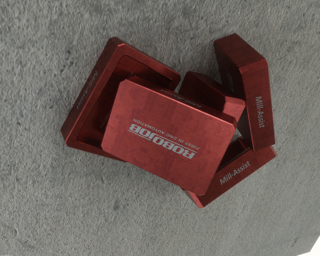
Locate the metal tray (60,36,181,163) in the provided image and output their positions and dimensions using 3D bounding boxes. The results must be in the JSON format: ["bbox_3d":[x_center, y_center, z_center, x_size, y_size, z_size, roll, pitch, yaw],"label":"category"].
[{"bbox_3d":[-0.046,-0.028,0.364,0.091,0.030,0.129,22,107,-37],"label":"metal tray"}]

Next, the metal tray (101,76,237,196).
[{"bbox_3d":[0.007,0.007,0.345,0.130,0.030,0.089,24,112,9],"label":"metal tray"}]

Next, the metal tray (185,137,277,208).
[{"bbox_3d":[0.094,0.059,0.456,0.130,0.090,0.030,-33,94,-7],"label":"metal tray"}]

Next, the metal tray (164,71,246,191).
[{"bbox_3d":[0.045,0.004,0.395,0.030,0.090,0.129,7,116,-32],"label":"metal tray"}]

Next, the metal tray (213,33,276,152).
[{"bbox_3d":[0.109,-0.044,0.397,0.030,0.090,0.129,-21,128,1],"label":"metal tray"}]
